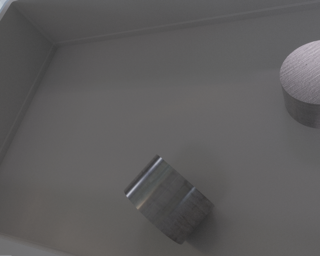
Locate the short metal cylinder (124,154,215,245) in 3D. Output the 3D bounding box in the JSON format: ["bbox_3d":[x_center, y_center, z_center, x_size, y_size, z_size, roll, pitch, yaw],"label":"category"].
[{"bbox_3d":[0.010,0.072,0.321,0.050,0.080,0.080,-48,51,-5],"label":"short metal cylinder"}]

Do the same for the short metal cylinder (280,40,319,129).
[{"bbox_3d":[0.172,-0.046,0.327,0.080,0.050,0.080,-13,56,21],"label":"short metal cylinder"}]
